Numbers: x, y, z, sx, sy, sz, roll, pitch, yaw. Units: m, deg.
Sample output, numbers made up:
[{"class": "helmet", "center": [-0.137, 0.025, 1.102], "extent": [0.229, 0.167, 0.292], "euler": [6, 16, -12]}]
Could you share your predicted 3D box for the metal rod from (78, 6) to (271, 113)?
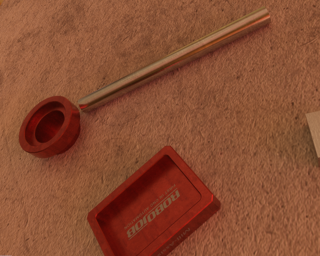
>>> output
[{"class": "metal rod", "center": [0.012, -0.094, 0.455], "extent": [0.300, 0.025, 0.025], "euler": [-24, 53, 13]}]

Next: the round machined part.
[{"class": "round machined part", "center": [-0.163, 0.002, 0.477], "extent": [0.098, 0.042, 0.098], "euler": [-13, 56, 21]}]

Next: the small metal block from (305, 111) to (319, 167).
[{"class": "small metal block", "center": [0.178, 0.007, 0.306], "extent": [0.050, 0.025, 0.050], "euler": [-13, 56, 21]}]

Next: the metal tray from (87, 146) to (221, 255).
[{"class": "metal tray", "center": [-0.010, 0.093, 0.348], "extent": [0.130, 0.030, 0.090], "euler": [-41, 51, 0]}]
